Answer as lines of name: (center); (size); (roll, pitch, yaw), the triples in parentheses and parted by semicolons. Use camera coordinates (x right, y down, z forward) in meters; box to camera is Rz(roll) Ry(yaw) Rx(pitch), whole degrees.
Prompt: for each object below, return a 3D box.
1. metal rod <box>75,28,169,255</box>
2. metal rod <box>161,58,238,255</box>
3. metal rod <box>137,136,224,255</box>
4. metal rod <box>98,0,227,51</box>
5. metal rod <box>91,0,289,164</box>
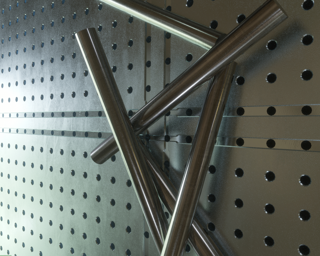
metal rod: (-0.037, 0.027, 0.380); (0.025, 0.025, 0.298); (-14, 99, 39)
metal rod: (0.035, 0.069, 0.353); (0.025, 0.025, 0.298); (17, 93, 38)
metal rod: (0.015, 0.091, 0.394); (0.025, 0.025, 0.300); (-52, 60, 27)
metal rod: (-0.032, -0.168, 0.433); (0.300, 0.025, 0.025); (36, 112, 33)
metal rod: (0.010, -0.035, 0.364); (0.299, 0.025, 0.025); (-37, 67, 33)
